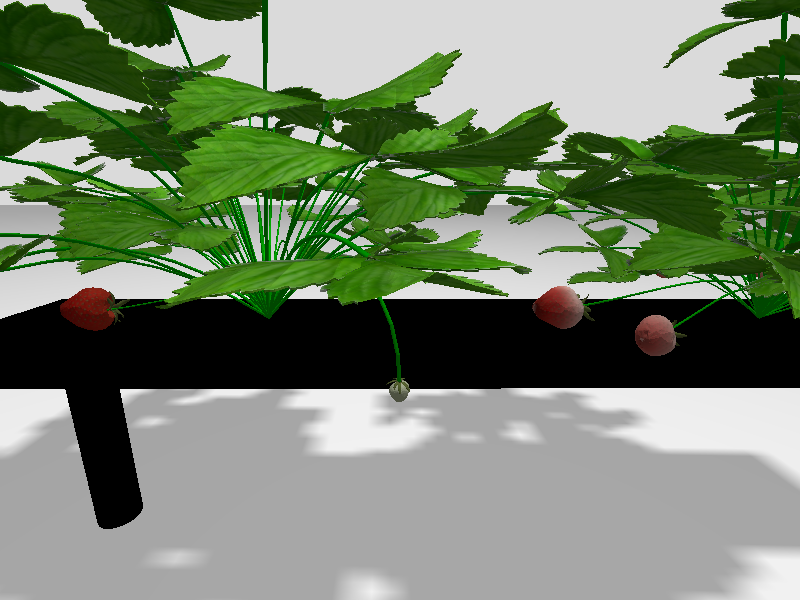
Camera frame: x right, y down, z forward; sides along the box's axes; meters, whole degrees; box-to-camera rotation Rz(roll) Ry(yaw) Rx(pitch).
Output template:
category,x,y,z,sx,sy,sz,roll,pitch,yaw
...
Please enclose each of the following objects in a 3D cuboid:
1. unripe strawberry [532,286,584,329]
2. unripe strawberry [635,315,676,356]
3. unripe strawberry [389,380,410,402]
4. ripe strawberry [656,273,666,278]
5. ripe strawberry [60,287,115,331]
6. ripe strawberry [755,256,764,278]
category,x,y,z,sx,sy,sz,roll,pitch,yaw
unripe strawberry,0.132,0.006,0.337,0.040,0.034,0.039,-3,15,-7
unripe strawberry,0.176,0.025,0.279,0.027,0.029,0.025,-9,18,-28
unripe strawberry,0.000,0.047,0.204,0.011,0.011,0.010,-11,19,-35
ripe strawberry,0.353,-0.047,0.532,0.039,0.035,0.035,2,15,7
ripe strawberry,-0.261,0.008,0.334,0.038,0.037,0.035,-4,16,-11
ripe strawberry,0.483,-0.045,0.517,0.042,0.036,0.042,14,18,42
